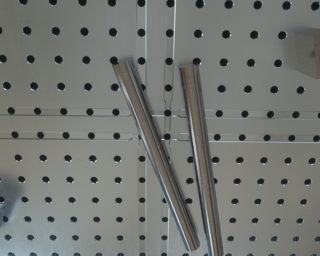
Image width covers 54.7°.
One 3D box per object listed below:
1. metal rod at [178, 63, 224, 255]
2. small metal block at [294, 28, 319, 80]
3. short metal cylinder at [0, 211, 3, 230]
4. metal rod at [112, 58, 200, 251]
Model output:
[{"bbox_3d":[0.062,0.060,0.436,0.025,0.025,0.298,-10,110,3],"label":"metal rod"},{"bbox_3d":[0.186,-0.090,0.370,0.025,0.050,0.050,-14,110,5],"label":"small metal block"},{"bbox_3d":[-0.271,0.145,0.434,0.080,0.080,0.050,24,108,-9],"label":"short metal cylinder"},{"bbox_3d":[0.001,0.050,0.432,0.025,0.025,0.298,-18,109,6],"label":"metal rod"}]
